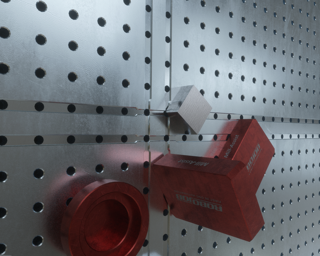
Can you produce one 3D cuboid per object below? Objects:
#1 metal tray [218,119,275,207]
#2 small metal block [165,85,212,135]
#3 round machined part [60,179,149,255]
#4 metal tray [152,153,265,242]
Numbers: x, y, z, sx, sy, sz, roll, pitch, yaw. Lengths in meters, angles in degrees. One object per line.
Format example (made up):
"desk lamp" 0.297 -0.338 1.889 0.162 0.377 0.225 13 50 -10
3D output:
"metal tray" 0.142 0.059 0.525 0.090 0.030 0.130 49 61 -29
"small metal block" 0.042 -0.026 0.444 0.050 0.025 0.050 46 62 -30
"round machined part" -0.064 0.106 0.345 0.099 0.042 0.097 0 90 -40
"metal tray" 0.055 0.081 0.387 0.030 0.130 0.090 -35 112 -35
